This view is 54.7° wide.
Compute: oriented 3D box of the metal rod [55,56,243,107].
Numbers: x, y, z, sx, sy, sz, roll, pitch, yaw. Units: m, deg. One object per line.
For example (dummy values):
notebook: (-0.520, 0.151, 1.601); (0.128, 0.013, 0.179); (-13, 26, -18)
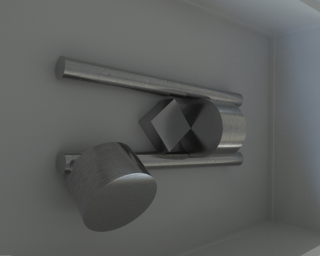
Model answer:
metal rod: (0.012, -0.054, 0.416); (0.302, 0.025, 0.025); (4, 88, -40)

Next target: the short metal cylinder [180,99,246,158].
short metal cylinder: (0.071, 0.001, 0.431); (0.050, 0.080, 0.079); (2, 89, -40)

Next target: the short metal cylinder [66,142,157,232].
short metal cylinder: (-0.051, 0.061, 0.325); (0.081, 0.050, 0.079); (-21, 135, -23)

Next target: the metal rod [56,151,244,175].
metal rod: (0.013, 0.044, 0.417); (0.302, 0.025, 0.025); (4, 88, -40)

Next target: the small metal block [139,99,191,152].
small metal block: (0.007, -0.004, 0.413); (0.050, 0.025, 0.050); (-45, 118, -31)
